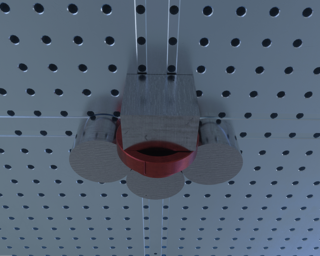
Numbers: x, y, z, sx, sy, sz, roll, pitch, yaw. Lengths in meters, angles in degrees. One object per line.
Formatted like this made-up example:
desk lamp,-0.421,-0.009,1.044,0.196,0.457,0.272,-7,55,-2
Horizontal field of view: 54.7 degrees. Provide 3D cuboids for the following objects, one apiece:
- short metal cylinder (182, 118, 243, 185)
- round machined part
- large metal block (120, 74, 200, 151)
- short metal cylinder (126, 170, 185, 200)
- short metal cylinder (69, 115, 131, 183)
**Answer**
short metal cylinder,0.068,0.033,0.424,0.081,0.050,0.079,0,130,0
round machined part,-0.003,0.023,0.381,0.099,0.098,0.042,1,130,-2
large metal block,0.000,-0.020,0.358,0.081,0.080,0.050,1,130,-1
short metal cylinder,-0.006,0.058,0.445,0.081,0.050,0.079,0,130,0
short metal cylinder,-0.077,0.029,0.420,0.081,0.050,0.079,0,130,0
